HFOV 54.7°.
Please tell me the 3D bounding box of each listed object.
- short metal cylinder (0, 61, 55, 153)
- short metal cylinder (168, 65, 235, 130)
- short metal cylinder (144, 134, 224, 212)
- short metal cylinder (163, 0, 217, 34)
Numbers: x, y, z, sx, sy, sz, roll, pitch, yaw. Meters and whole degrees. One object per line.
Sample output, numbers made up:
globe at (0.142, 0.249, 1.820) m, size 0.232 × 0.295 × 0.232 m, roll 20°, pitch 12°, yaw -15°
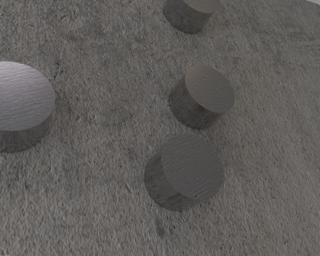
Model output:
short metal cylinder at (-0.153, -0.021, 0.318) m, size 0.081 × 0.050 × 0.080 m, roll 14°, pitch 56°, yaw -21°
short metal cylinder at (0.059, -0.044, 0.446) m, size 0.081 × 0.050 × 0.080 m, roll 14°, pitch 56°, yaw -21°
short metal cylinder at (0.028, 0.054, 0.370) m, size 0.081 × 0.050 × 0.080 m, roll 14°, pitch 56°, yaw -21°
short metal cylinder at (0.052, -0.213, 0.546) m, size 0.081 × 0.050 × 0.080 m, roll 14°, pitch 56°, yaw -21°
